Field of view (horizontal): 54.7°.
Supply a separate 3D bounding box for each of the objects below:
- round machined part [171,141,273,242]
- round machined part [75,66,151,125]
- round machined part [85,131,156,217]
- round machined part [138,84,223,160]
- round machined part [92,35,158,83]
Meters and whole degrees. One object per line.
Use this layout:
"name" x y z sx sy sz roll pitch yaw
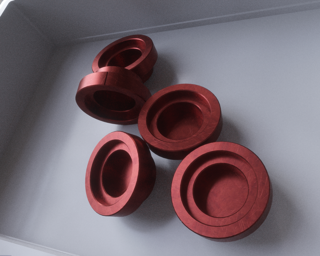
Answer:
"round machined part" 0.064 0.066 0.319 0.098 0.042 0.098 -12 58 20
"round machined part" -0.059 -0.046 0.416 0.098 0.098 0.042 -6 59 24
"round machined part" -0.043 0.055 0.369 0.098 0.042 0.098 -17 64 40
"round machined part" 0.026 -0.004 0.375 0.098 0.042 0.098 -8 54 12
"round machined part" -0.049 -0.095 0.469 0.098 0.042 0.098 -14 45 14
